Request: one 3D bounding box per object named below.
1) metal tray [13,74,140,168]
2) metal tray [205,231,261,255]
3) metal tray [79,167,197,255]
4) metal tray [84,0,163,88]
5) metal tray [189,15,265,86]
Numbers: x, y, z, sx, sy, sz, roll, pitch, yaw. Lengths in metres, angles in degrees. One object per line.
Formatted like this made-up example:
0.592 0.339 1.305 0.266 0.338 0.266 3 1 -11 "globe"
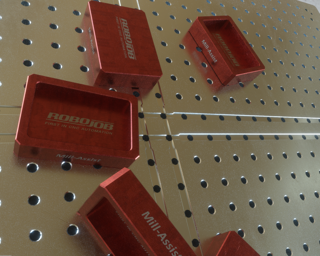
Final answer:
-0.091 -0.006 0.360 0.131 0.030 0.090 10 57 -23 "metal tray"
0.100 0.193 0.343 0.130 0.030 0.090 44 51 2 "metal tray"
-0.017 0.110 0.291 0.030 0.090 0.130 -33 80 -38 "metal tray"
-0.055 -0.121 0.451 0.091 0.030 0.130 0 62 -29 "metal tray"
0.121 -0.143 0.559 0.091 0.030 0.130 -17 71 -35 "metal tray"
